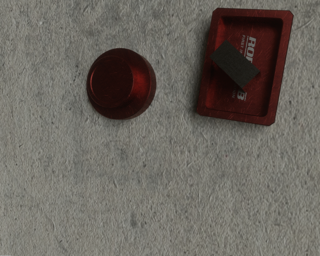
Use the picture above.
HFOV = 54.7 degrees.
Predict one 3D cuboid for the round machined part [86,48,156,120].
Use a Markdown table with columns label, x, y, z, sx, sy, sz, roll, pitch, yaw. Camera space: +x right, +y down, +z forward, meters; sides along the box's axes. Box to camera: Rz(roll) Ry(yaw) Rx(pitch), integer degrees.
| label | x | y | z | sx | sy | sz | roll | pitch | yaw |
| --- | --- | --- | --- | --- | --- | --- | --- | --- | --- |
| round machined part | -0.058 | -0.060 | 0.419 | 0.098 | 0.042 | 0.097 | 0 | 90 | 19 |

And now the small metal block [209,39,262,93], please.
| label | x | y | z | sx | sy | sz | roll | pitch | yaw |
| --- | --- | --- | --- | --- | --- | --- | --- | --- | --- |
| small metal block | 0.087 | -0.068 | 0.351 | 0.025 | 0.050 | 0.050 | -46 | 76 | 14 |

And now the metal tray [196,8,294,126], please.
| label | x | y | z | sx | sy | sz | roll | pitch | yaw |
| --- | --- | --- | --- | --- | --- | --- | --- | --- | --- |
| metal tray | 0.100 | -0.072 | 0.370 | 0.090 | 0.030 | 0.129 | 10 | 93 | 19 |
